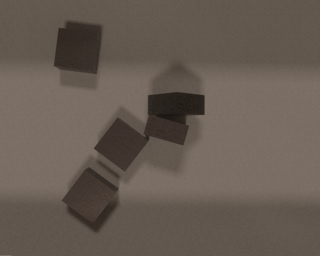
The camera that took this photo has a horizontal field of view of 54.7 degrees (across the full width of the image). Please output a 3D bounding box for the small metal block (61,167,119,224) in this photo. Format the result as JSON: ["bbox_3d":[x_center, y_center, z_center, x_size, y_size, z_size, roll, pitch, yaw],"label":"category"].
[{"bbox_3d":[-0.091,0.088,0.410,0.050,0.025,0.050,37,90,-1],"label":"small metal block"}]

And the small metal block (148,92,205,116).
[{"bbox_3d":[0.020,-0.029,0.389,0.050,0.050,0.025,0,90,-43],"label":"small metal block"}]

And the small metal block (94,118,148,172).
[{"bbox_3d":[-0.050,0.022,0.411,0.050,0.025,0.050,37,90,-1],"label":"small metal block"}]

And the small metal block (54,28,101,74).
[{"bbox_3d":[-0.108,-0.101,0.410,0.050,0.025,0.050,7,90,-1],"label":"small metal block"}]

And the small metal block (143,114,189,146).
[{"bbox_3d":[0.008,0.002,0.399,0.050,0.050,0.025,16,91,-1],"label":"small metal block"}]
